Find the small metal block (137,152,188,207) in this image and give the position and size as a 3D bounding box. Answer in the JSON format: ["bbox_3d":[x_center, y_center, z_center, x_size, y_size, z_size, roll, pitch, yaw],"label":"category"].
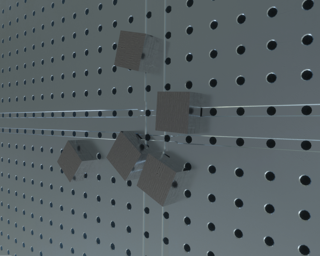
[{"bbox_3d":[0.002,0.066,0.406,0.050,0.025,0.050,31,109,35],"label":"small metal block"}]

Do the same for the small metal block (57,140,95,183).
[{"bbox_3d":[-0.143,0.056,0.525,0.050,0.025,0.050,48,118,29],"label":"small metal block"}]

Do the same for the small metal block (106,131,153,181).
[{"bbox_3d":[-0.044,0.039,0.444,0.050,0.025,0.050,45,117,30],"label":"small metal block"}]

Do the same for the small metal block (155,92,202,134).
[{"bbox_3d":[0.023,-0.020,0.389,0.050,0.025,0.050,6,94,39],"label":"small metal block"}]

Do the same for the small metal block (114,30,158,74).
[{"bbox_3d":[-0.034,-0.107,0.436,0.050,0.025,0.050,21,103,37],"label":"small metal block"}]
